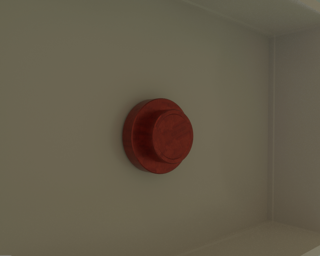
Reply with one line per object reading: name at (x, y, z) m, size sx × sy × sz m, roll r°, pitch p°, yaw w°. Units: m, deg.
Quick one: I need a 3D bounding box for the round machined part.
round machined part at (0.005, 0.010, 0.397) m, size 0.099 × 0.042 × 0.097 m, roll 0°, pitch 90°, yaw -40°
